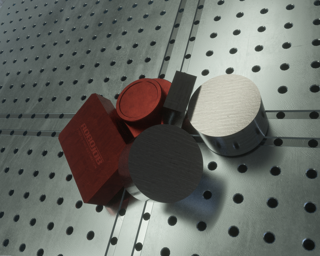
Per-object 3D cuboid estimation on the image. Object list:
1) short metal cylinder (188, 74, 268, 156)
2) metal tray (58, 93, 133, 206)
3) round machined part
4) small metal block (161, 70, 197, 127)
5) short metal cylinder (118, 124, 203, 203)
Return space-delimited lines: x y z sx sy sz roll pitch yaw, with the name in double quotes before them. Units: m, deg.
"short metal cylinder" 0.078 -0.015 0.355 0.080 0.050 0.080 -13 56 21
"metal tray" -0.082 0.025 0.413 0.090 0.030 0.130 -48 50 14
"round machined part" -0.020 -0.029 0.420 0.098 0.042 0.098 -13 56 21
"small metal block" 0.022 -0.032 0.372 0.025 0.050 0.050 18 67 5
"short metal cylinder" -0.001 0.040 0.336 0.080 0.080 0.050 -67 12 -19
